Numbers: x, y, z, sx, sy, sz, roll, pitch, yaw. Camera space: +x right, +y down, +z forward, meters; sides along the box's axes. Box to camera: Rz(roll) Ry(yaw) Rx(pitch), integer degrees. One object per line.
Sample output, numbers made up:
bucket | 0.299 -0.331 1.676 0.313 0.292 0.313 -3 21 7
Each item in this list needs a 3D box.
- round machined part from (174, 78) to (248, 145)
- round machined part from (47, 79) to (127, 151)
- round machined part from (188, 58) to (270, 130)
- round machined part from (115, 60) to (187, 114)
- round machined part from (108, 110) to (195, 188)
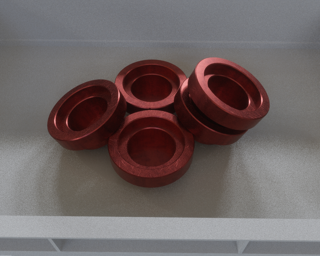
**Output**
round machined part | 0.062 -0.018 0.393 0.099 0.042 0.098 15 47 -17
round machined part | -0.086 -0.012 0.388 0.098 0.042 0.098 -13 48 16
round machined part | 0.077 -0.036 0.372 0.099 0.042 0.098 15 48 -17
round machined part | -0.012 -0.048 0.432 0.099 0.042 0.098 0 50 0
round machined part | -0.010 0.028 0.367 0.099 0.042 0.098 0 50 0
